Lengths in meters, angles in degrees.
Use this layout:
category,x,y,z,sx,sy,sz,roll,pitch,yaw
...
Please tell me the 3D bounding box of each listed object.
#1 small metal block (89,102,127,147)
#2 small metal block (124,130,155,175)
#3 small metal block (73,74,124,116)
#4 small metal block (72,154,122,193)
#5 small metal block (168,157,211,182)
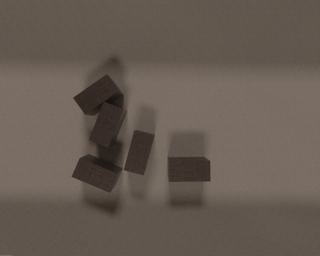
category,x,y,z,sx,sy,sz,roll,pitch,yaw
small metal block,-0.065,-0.004,0.398,0.025,0.050,0.050,21,90,-1
small metal block,-0.025,0.030,0.399,0.025,0.050,0.050,15,90,0
small metal block,-0.077,-0.041,0.398,0.050,0.050,0.025,-35,90,0
small metal block,-0.079,0.057,0.398,0.050,0.050,0.025,23,90,-1
small metal block,0.036,0.052,0.399,0.050,0.050,0.025,-1,90,-1
